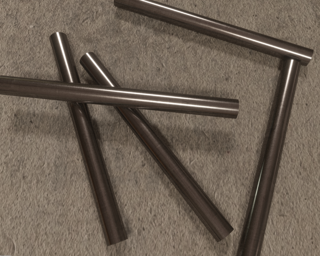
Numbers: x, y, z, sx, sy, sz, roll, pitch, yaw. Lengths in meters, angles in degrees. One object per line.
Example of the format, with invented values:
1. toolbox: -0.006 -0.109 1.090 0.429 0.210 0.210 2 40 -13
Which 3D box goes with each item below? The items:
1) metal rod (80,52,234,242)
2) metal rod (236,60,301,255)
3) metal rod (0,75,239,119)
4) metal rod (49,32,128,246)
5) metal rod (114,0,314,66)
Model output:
1. metal rod: -0.013 0.013 0.403 0.025 0.025 0.300 -35 74 -12
2. metal rod: 0.139 0.042 0.394 0.025 0.025 0.299 18 71 6
3. metal rod: -0.053 -0.040 0.394 0.302 0.025 0.025 6 70 1
4. metal rod: -0.099 0.000 0.406 0.025 0.025 0.299 -18 71 -7
5. metal rod: 0.075 -0.151 0.464 0.301 0.025 0.025 20 71 6
